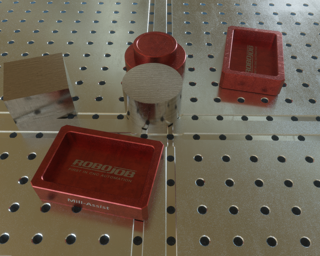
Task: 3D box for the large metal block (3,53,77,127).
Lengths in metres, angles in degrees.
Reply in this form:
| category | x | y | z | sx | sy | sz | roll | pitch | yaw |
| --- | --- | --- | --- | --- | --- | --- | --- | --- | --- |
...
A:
| category | x | y | z | sx | sy | sz | roll | pitch | yaw |
| --- | --- | --- | --- | --- | --- | --- | --- | --- | --- |
| large metal block | -0.169 | -0.055 | 0.437 | 0.081 | 0.050 | 0.080 | -14 | 51 | -11 |

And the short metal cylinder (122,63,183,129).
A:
| category | x | y | z | sx | sy | sz | roll | pitch | yaw |
| --- | --- | --- | --- | --- | --- | --- | --- | --- | --- |
| short metal cylinder | -0.010 | -0.045 | 0.429 | 0.081 | 0.050 | 0.080 | 0 | 50 | 0 |

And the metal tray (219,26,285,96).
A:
| category | x | y | z | sx | sy | sz | roll | pitch | yaw |
| --- | --- | --- | --- | --- | --- | --- | --- | --- | --- |
| metal tray | 0.148 | -0.112 | 0.499 | 0.090 | 0.030 | 0.130 | 10 | 51 | 8 |

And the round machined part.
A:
| category | x | y | z | sx | sy | sz | roll | pitch | yaw |
| --- | --- | --- | --- | --- | --- | --- | --- | --- | --- |
| round machined part | -0.007 | -0.118 | 0.496 | 0.099 | 0.042 | 0.098 | 0 | 50 | 0 |

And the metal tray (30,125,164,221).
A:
| category | x | y | z | sx | sy | sz | roll | pitch | yaw |
| --- | --- | --- | --- | --- | --- | --- | --- | --- | --- |
| metal tray | -0.068 | 0.048 | 0.362 | 0.131 | 0.030 | 0.090 | 10 | 51 | 8 |
